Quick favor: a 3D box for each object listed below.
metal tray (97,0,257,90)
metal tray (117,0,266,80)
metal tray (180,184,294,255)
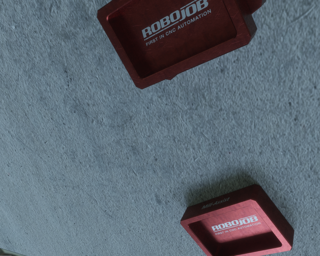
[{"bbox_3d":[0.012,-0.100,0.295,0.130,0.030,0.090,-18,109,35],"label":"metal tray"},{"bbox_3d":[0.027,-0.121,0.315,0.090,0.030,0.130,49,129,-7],"label":"metal tray"},{"bbox_3d":[0.104,0.139,0.434,0.130,0.030,0.090,-31,101,38],"label":"metal tray"}]
